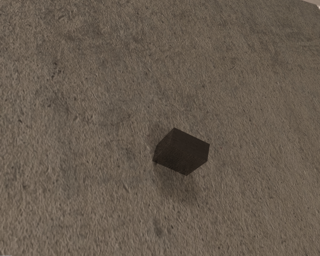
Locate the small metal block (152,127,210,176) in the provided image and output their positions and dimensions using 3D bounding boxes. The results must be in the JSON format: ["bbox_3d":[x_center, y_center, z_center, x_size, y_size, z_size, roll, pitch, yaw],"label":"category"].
[{"bbox_3d":[0.026,0.031,0.384,0.050,0.050,0.025,25,53,-13],"label":"small metal block"}]
